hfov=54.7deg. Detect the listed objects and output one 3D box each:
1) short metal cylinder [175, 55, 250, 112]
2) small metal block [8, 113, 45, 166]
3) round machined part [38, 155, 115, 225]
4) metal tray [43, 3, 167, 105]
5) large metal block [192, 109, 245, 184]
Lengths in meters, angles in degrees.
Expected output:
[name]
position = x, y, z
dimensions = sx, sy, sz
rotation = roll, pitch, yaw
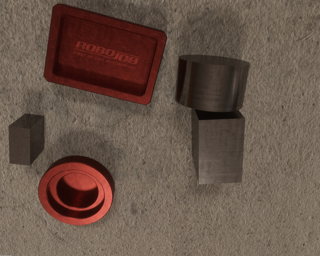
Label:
[short metal cylinder]
position = 0.060, -0.055, 0.361
dimensions = 0.081, 0.080, 0.050
rotation = 4, 110, -2
[small metal block]
position = -0.171, 0.014, 0.399
dimensions = 0.025, 0.050, 0.050
rotation = 7, 110, -3
[round machined part]
position = -0.112, 0.082, 0.429
dimensions = 0.099, 0.042, 0.097
rotation = 0, 110, -1
[metal tray]
position = -0.065, -0.087, 0.373
dimensions = 0.131, 0.030, 0.089
rotation = 13, 109, -6
[large metal block]
position = 0.069, 0.014, 0.387
dimensions = 0.050, 0.080, 0.079
rotation = -2, 110, 0
